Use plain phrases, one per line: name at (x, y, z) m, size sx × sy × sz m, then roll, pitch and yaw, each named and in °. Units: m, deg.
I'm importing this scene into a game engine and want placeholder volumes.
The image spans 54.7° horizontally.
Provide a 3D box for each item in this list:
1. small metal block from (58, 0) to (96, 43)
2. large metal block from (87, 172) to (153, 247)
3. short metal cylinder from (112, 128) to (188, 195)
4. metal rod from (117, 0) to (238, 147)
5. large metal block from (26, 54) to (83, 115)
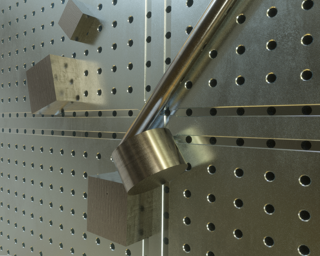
small metal block at (-0.141, -0.182, 0.523) m, size 0.050 × 0.025 × 0.050 m, roll 51°, pitch 120°, yaw 27°
large metal block at (-0.057, 0.110, 0.438) m, size 0.080 × 0.050 × 0.079 m, roll 3°, pitch 92°, yaw 39°
short metal cylinder at (-0.013, 0.042, 0.382) m, size 0.080 × 0.081 × 0.050 m, roll -40°, pitch 66°, yaw 32°
metal rod at (0.023, -0.073, 0.388) m, size 0.025 × 0.025 × 0.298 m, roll 49°, pitch 119°, yaw 28°
large metal block at (-0.187, -0.073, 0.544) m, size 0.080 × 0.050 × 0.080 m, roll -18°, pitch 79°, yaw 38°
